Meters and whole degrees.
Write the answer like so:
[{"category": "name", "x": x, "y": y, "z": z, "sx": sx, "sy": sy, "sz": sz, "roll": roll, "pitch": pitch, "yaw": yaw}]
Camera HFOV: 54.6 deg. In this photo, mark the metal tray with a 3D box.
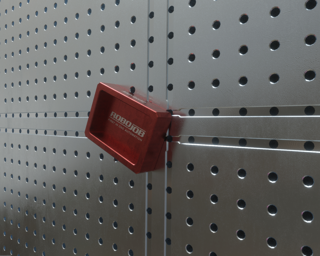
[{"category": "metal tray", "x": -0.051, "y": -0.003, "z": 0.449, "sx": 0.130, "sy": 0.030, "sz": 0.089, "roll": 30, "pitch": 109, "yaw": 36}]
